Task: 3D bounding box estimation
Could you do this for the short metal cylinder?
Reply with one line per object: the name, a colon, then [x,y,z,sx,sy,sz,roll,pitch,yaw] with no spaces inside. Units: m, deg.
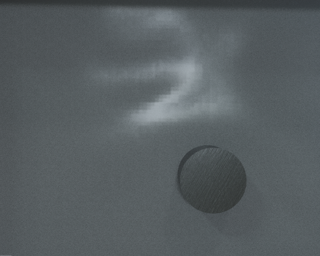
short metal cylinder: [0.064,0.063,0.399,0.080,0.050,0.080,0,90,0]
